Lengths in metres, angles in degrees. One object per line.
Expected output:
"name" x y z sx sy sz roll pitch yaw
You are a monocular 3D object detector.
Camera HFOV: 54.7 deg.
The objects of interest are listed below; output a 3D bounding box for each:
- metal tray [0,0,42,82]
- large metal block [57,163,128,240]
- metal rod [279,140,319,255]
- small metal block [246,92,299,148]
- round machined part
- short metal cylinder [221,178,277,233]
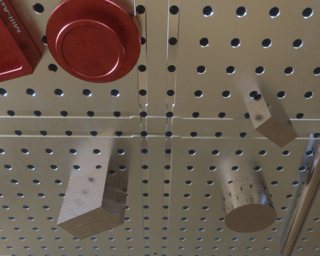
"metal tray" -0.196 -0.107 0.314 0.090 0.030 0.129 -13 129 10
"large metal block" -0.099 0.111 0.469 0.080 0.080 0.050 -26 126 20
"metal rod" 0.244 0.137 0.530 0.025 0.025 0.298 -3 130 2
"small metal block" 0.139 -0.010 0.388 0.050 0.050 0.025 31 124 -24
"round machined part" -0.070 -0.088 0.325 0.099 0.042 0.097 0 130 0
"short metal cylinder" 0.142 0.127 0.505 0.081 0.050 0.079 0 130 0
